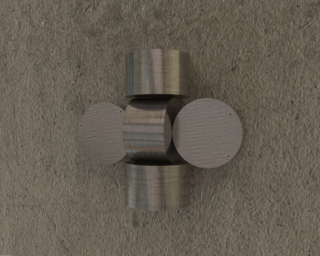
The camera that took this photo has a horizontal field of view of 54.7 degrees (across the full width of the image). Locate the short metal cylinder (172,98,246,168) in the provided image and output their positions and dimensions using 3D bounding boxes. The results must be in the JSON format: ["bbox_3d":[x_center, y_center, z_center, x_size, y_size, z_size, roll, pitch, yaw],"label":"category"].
[{"bbox_3d":[0.061,0.006,0.375,0.080,0.050,0.080,0,90,20],"label":"short metal cylinder"}]

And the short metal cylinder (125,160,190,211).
[{"bbox_3d":[-0.003,0.067,0.383,0.080,0.080,0.050,0,90,20],"label":"short metal cylinder"}]

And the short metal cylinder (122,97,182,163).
[{"bbox_3d":[-0.006,0.002,0.383,0.050,0.080,0.080,1,90,20],"label":"short metal cylinder"}]

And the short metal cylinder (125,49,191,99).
[{"bbox_3d":[-0.002,-0.063,0.382,0.080,0.080,0.050,0,90,20],"label":"short metal cylinder"}]

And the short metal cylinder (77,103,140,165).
[{"bbox_3d":[-0.063,0.007,0.419,0.080,0.050,0.080,0,90,19],"label":"short metal cylinder"}]
